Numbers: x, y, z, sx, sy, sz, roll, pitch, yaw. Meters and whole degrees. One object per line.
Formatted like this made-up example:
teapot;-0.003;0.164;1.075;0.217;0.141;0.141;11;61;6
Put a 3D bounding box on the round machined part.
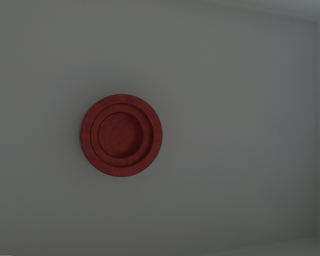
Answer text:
round machined part;-0.050;0.009;0.383;0.099;0.042;0.097;0;90;-20
